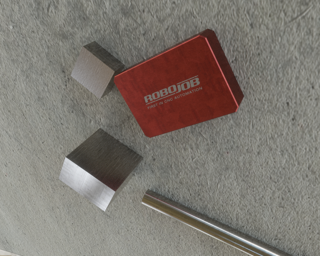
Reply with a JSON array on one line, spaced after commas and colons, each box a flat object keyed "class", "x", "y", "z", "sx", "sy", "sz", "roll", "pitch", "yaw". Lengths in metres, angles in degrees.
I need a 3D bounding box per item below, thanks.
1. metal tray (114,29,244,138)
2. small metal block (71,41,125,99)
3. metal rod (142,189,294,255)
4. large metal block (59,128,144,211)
[{"class": "metal tray", "x": 0.019, "y": -0.046, "z": 0.364, "sx": 0.130, "sy": 0.030, "sz": 0.090, "roll": -18, "pitch": 109, "yaw": 34}, {"class": "small metal block", "x": -0.081, "y": -0.075, "z": 0.402, "sx": 0.050, "sy": 0.025, "sz": 0.050, "roll": 39, "pitch": 129, "yaw": 1}, {"class": "metal rod", "x": 0.113, "y": 0.161, "z": 0.446, "sx": 0.301, "sy": 0.025, "sz": 0.025, "roll": 22, "pitch": 127, "yaw": 14}, {"class": "large metal block", "x": -0.084, "y": 0.058, "z": 0.449, "sx": 0.080, "sy": 0.080, "sz": 0.050, "roll": 34, "pitch": 129, "yaw": 5}]
